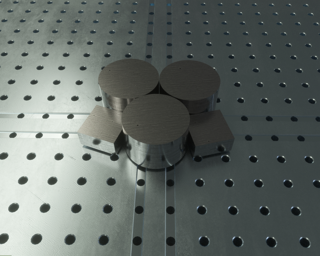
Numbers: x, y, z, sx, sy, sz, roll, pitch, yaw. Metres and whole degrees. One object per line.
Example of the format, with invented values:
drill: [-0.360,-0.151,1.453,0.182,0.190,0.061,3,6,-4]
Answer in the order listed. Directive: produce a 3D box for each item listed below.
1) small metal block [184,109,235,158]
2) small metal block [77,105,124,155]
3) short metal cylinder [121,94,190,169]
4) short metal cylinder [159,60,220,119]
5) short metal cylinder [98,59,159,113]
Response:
small metal block: [0.061,0.007,0.398,0.050,0.025,0.050,-11,51,-9]
small metal block: [-0.070,0.002,0.401,0.050,0.025,0.050,16,52,13]
short metal cylinder: [-0.005,0.003,0.384,0.081,0.050,0.080,0,50,0]
short metal cylinder: [0.039,-0.049,0.428,0.081,0.050,0.080,0,50,0]
short metal cylinder: [-0.041,-0.051,0.429,0.081,0.050,0.080,0,50,0]
